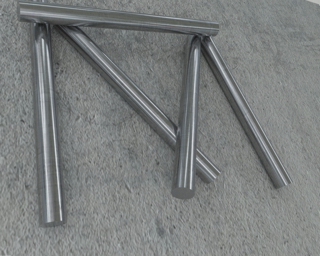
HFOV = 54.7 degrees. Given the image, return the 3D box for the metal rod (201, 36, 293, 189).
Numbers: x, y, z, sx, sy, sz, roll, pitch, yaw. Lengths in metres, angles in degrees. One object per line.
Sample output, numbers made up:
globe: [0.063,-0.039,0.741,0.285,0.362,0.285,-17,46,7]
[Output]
metal rod: [0.125,-0.046,0.498,0.025,0.025,0.299,-11,67,-33]

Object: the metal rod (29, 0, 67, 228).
metal rod: [-0.133,-0.041,0.356,0.025,0.025,0.299,1,61,-28]

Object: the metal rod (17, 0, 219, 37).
metal rod: [-0.038,-0.152,0.442,0.303,0.025,0.025,-6,65,-31]

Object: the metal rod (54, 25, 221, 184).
metal rod: [-0.034,-0.043,0.411,0.300,0.025,0.025,46,51,4]

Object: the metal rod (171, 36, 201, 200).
metal rod: [0.041,-0.041,0.426,0.025,0.025,0.300,23,46,-15]
